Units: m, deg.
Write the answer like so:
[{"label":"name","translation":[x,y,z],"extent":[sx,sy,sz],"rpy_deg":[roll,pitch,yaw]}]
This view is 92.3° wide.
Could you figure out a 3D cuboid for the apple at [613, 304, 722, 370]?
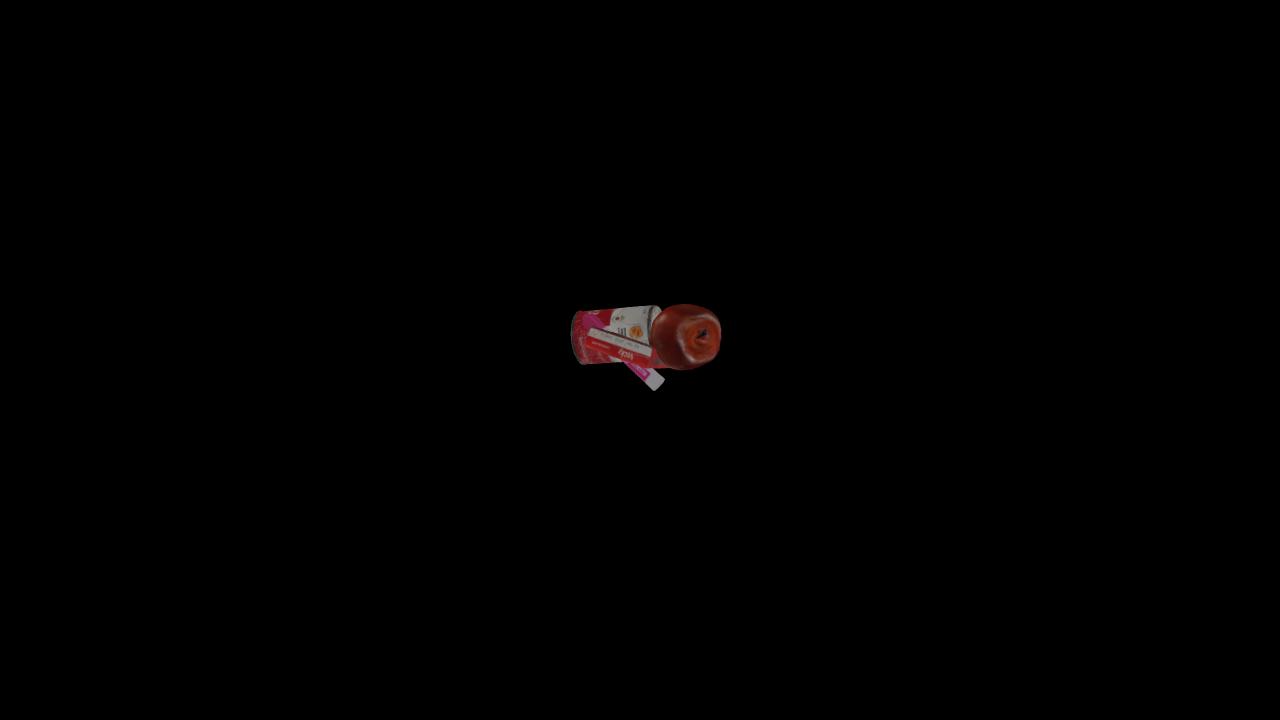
[{"label":"apple","translation":[0.050,-0.027,0.697],"extent":[0.079,0.079,0.093],"rpy_deg":[0,1,-28]}]

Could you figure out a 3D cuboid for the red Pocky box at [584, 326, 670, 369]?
[{"label":"red Pocky box","translation":[-0.003,-0.013,0.764],"extent":[0.083,0.028,0.155],"rpy_deg":[19,5,16]}]

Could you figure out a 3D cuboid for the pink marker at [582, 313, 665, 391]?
[{"label":"pink marker","translation":[-0.021,-0.011,0.709],"extent":[0.121,0.020,0.020],"rpy_deg":[43,10,11]}]

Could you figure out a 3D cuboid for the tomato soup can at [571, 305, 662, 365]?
[{"label":"tomato soup can","translation":[-0.024,-0.030,0.743],"extent":[0.101,0.068,0.068],"rpy_deg":[-3,-1,19]}]
